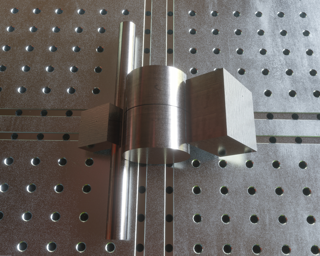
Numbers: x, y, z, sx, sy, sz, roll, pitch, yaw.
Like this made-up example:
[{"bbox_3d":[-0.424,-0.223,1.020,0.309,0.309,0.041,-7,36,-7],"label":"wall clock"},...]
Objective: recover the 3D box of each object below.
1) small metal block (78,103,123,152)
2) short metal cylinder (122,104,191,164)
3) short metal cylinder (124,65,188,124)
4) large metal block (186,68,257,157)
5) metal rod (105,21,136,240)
[{"bbox_3d":[-0.076,0.000,0.395,0.050,0.025,0.050,-13,65,32],"label":"small metal block"},{"bbox_3d":[-0.004,0.010,0.374,0.081,0.080,0.050,0,70,0],"label":"short metal cylinder"},{"bbox_3d":[-0.004,-0.037,0.392,0.081,0.080,0.050,0,70,0],"label":"short metal cylinder"},{"bbox_3d":[0.075,-0.015,0.377,0.050,0.080,0.080,-14,66,36],"label":"large metal block"},{"bbox_3d":[-0.049,-0.011,0.411,0.025,0.025,0.299,1,70,0],"label":"metal rod"}]
